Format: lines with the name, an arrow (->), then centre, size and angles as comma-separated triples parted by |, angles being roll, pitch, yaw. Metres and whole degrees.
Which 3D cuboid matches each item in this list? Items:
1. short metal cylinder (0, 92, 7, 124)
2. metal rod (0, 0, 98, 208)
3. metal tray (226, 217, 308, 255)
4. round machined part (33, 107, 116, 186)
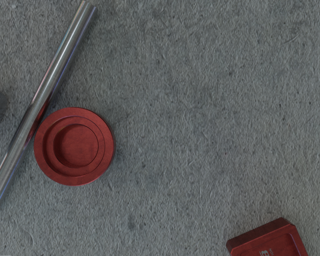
short metal cylinder -> -0.237, -0.020, 0.379 | 0.050, 0.080, 0.080 | 28, 90, -1
metal rod -> -0.159, -0.027, 0.407 | 0.025, 0.025, 0.299 | 26, 90, -1
metal tray -> 0.155, 0.197, 0.409 | 0.090, 0.030, 0.129 | -24, 90, -1
round machined part -> -0.106, 0.023, 0.400 | 0.099, 0.042, 0.097 | 0, 90, -1
